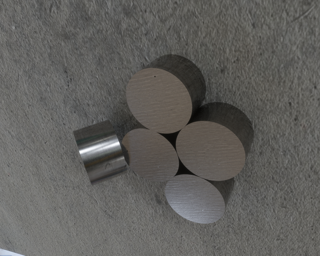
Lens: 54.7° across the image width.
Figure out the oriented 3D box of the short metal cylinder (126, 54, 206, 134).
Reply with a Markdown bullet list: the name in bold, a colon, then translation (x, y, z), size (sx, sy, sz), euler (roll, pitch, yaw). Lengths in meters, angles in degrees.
- **short metal cylinder**: translation (0.008, -0.040, 0.363), size (0.080, 0.050, 0.079), euler (13, 124, 21)

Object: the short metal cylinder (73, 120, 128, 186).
- **short metal cylinder**: translation (-0.083, 0.034, 0.430), size (0.080, 0.050, 0.080), euler (161, 90, -76)

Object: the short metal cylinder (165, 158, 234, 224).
- **short metal cylinder**: translation (0.054, 0.079, 0.413), size (0.080, 0.050, 0.079), euler (13, 124, 21)

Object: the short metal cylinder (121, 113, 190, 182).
- **short metal cylinder**: translation (-0.003, 0.023, 0.408), size (0.080, 0.050, 0.079), euler (13, 124, 21)

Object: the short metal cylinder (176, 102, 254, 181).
- **short metal cylinder**: translation (0.066, 0.015, 0.367), size (0.080, 0.050, 0.079), euler (13, 124, 21)
